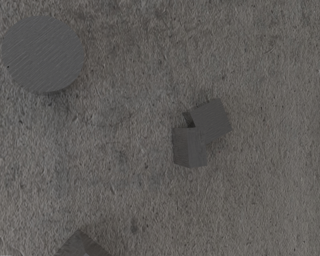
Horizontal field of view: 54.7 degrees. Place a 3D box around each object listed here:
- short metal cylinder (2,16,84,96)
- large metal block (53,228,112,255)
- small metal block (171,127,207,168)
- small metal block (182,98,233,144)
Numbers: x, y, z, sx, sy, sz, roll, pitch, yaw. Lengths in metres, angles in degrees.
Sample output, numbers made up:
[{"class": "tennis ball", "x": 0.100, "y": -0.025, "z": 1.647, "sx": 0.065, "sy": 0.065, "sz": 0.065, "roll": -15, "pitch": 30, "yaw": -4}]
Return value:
[{"class": "short metal cylinder", "x": -0.130, "y": -0.078, "z": 0.348, "sx": 0.081, "sy": 0.050, "sz": 0.080, "roll": 0, "pitch": 90, "yaw": -20}, {"class": "large metal block", "x": -0.077, "y": 0.170, "z": 0.352, "sx": 0.080, "sy": 0.080, "sz": 0.050, "roll": 45, "pitch": 76, "yaw": -15}, {"class": "small metal block", "x": 0.038, "y": 0.024, "z": 0.410, "sx": 0.025, "sy": 0.050, "sz": 0.050, "roll": -5, "pitch": 92, "yaw": -20}, {"class": "small metal block", "x": 0.066, "y": -0.009, "z": 0.434, "sx": 0.050, "sy": 0.025, "sz": 0.050, "roll": -26, "pitch": 99, "yaw": -18}]
